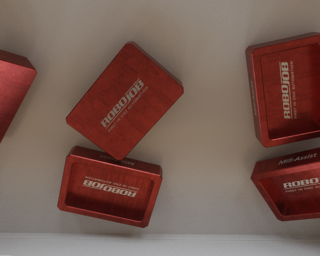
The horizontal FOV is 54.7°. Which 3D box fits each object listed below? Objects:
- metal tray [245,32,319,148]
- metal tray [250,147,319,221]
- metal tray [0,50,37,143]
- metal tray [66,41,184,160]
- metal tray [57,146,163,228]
[{"bbox_3d":[0.164,-0.046,0.392,0.090,0.030,0.129,-12,110,4],"label":"metal tray"},{"bbox_3d":[0.198,0.074,0.402,0.130,0.030,0.090,-22,111,40],"label":"metal tray"},{"bbox_3d":[-0.217,-0.033,0.364,0.030,0.090,0.129,45,109,30],"label":"metal tray"},{"bbox_3d":[-0.045,-0.032,0.396,0.090,0.030,0.130,39,105,-13],"label":"metal tray"},{"bbox_3d":[-0.070,0.085,0.438,0.131,0.030,0.089,14,110,-6],"label":"metal tray"}]
